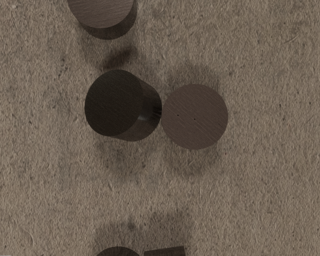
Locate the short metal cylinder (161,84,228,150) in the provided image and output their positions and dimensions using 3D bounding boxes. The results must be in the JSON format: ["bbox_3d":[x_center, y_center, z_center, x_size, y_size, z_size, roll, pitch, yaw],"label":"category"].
[{"bbox_3d":[0.042,-0.014,0.398,0.081,0.050,0.079,0,90,-1],"label":"short metal cylinder"}]

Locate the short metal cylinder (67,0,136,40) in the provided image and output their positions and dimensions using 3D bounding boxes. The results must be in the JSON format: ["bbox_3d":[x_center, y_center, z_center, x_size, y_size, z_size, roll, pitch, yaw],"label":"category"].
[{"bbox_3d":[-0.072,-0.160,0.396,0.081,0.050,0.079,0,90,-1],"label":"short metal cylinder"}]

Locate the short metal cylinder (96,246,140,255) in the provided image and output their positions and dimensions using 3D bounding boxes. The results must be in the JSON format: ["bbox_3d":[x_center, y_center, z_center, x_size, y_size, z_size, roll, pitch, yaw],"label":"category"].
[{"bbox_3d":[-0.057,0.201,0.397,0.081,0.050,0.079,0,90,-1],"label":"short metal cylinder"}]

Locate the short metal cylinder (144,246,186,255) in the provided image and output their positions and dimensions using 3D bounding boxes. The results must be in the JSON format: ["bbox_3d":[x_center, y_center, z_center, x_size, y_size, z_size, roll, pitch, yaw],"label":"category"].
[{"bbox_3d":[0.011,0.191,0.383,0.050,0.080,0.080,-8,90,0],"label":"short metal cylinder"}]

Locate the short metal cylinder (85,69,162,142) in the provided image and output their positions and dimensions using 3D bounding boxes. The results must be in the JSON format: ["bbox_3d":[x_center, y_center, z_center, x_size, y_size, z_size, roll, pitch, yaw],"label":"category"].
[{"bbox_3d":[-0.044,-0.026,0.381,0.080,0.050,0.080,-5,78,24],"label":"short metal cylinder"}]
